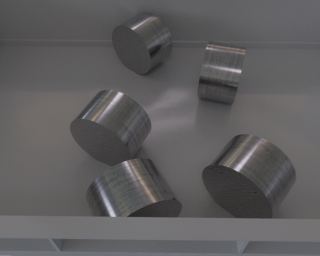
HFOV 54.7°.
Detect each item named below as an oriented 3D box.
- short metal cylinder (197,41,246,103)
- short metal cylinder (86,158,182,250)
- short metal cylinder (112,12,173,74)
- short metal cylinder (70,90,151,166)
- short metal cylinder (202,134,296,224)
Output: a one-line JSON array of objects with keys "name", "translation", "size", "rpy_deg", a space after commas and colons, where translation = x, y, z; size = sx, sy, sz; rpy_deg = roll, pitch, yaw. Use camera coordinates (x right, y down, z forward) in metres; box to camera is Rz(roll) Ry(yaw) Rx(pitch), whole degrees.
[{"name": "short metal cylinder", "translation": [0.086, -0.078, 0.435], "size": [0.050, 0.080, 0.080], "rpy_deg": [12, 51, 10]}, {"name": "short metal cylinder", "translation": [-0.026, 0.075, 0.306], "size": [0.081, 0.080, 0.050], "rpy_deg": [-22, 53, -17]}, {"name": "short metal cylinder", "translation": [-0.028, -0.131, 0.479], "size": [0.080, 0.080, 0.050], "rpy_deg": [33, 57, 24]}, {"name": "short metal cylinder", "translation": [-0.058, 0.002, 0.368], "size": [0.080, 0.080, 0.050], "rpy_deg": [20, 53, 16]}, {"name": "short metal cylinder", "translation": [0.092, 0.053, 0.325], "size": [0.080, 0.080, 0.050], "rpy_deg": [33, 58, 25]}]
